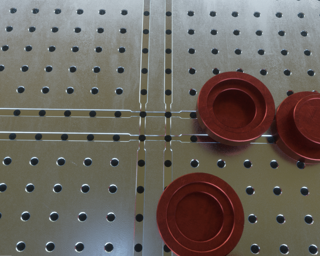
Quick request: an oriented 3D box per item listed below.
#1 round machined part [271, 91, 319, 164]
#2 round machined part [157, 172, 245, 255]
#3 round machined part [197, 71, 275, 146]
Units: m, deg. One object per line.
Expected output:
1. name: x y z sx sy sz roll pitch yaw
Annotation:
1. round machined part: 0.202 -0.005 0.407 0.099 0.042 0.098 0 70 -1
2. round machined part: 0.045 0.105 0.365 0.099 0.042 0.098 0 70 -1
3. round machined part: 0.097 -0.022 0.412 0.099 0.042 0.098 0 70 -1
